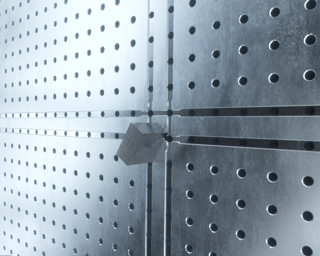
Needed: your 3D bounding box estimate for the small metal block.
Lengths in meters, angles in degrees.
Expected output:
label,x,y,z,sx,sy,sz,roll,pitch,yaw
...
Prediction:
label,x,y,z,sx,sy,sz,roll,pitch,yaw
small metal block,-0.023,0.020,0.414,0.025,0.050,0.050,41,115,32
